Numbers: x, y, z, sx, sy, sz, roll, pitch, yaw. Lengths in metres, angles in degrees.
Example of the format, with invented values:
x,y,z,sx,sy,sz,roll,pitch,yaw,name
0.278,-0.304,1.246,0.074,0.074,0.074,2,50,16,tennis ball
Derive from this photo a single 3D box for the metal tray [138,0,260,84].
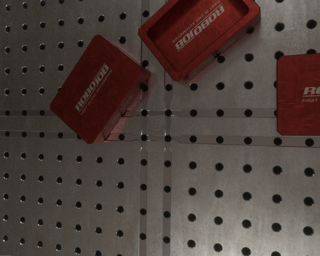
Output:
x,y,z,sx,sy,sz,roll,pitch,yaw,name
0.048,-0.130,0.392,0.130,0.030,0.090,-39,78,15,metal tray

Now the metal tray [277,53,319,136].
x,y,z,sx,sy,sz,roll,pitch,yaw,name
0.198,-0.036,0.340,0.130,0.030,0.089,0,90,19,metal tray

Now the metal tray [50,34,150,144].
x,y,z,sx,sy,sz,roll,pitch,yaw,name
-0.087,-0.053,0.439,0.090,0.030,0.130,40,102,15,metal tray
